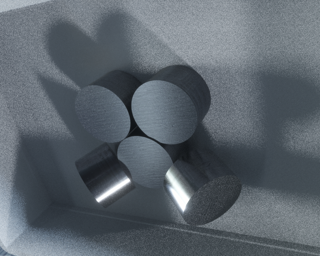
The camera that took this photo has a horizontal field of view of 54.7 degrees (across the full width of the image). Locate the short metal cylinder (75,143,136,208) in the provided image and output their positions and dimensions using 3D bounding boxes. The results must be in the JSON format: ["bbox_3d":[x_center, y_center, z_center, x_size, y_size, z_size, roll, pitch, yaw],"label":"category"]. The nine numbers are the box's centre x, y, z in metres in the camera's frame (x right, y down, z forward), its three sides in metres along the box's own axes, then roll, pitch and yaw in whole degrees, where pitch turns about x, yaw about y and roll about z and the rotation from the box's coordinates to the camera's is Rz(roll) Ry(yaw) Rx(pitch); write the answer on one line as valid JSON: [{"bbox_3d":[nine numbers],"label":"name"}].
[{"bbox_3d":[-0.077,0.067,0.444,0.050,0.080,0.080,-33,104,-7],"label":"short metal cylinder"}]

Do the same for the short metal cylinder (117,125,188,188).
[{"bbox_3d":[-0.009,0.033,0.412,0.080,0.050,0.079,13,124,20],"label":"short metal cylinder"}]

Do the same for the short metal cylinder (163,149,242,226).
[{"bbox_3d":[0.052,0.072,0.379,0.050,0.081,0.079,51,143,46],"label":"short metal cylinder"}]

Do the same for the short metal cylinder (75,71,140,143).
[{"bbox_3d":[-0.062,-0.028,0.403,0.080,0.050,0.079,13,124,20],"label":"short metal cylinder"}]

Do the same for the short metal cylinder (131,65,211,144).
[{"bbox_3d":[0.014,-0.028,0.365,0.080,0.050,0.079,13,124,20],"label":"short metal cylinder"}]
